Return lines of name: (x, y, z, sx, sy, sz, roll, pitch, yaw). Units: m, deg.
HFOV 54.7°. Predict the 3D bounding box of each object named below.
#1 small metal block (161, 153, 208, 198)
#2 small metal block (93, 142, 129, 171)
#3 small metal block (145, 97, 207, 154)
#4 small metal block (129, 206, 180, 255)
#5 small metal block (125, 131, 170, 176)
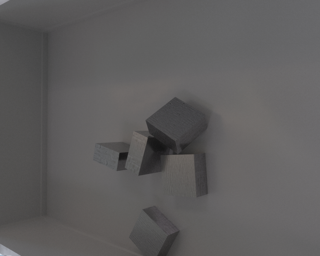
small metal block: (0.029, 0.057, 0.383, 0.050, 0.025, 0.050, -6, 86, 40)
small metal block: (-0.057, 0.039, 0.438, 0.050, 0.050, 0.025, 16, 101, 39)
small metal block: (0.020, -0.004, 0.372, 0.050, 0.050, 0.025, 35, 154, 34)
small metal block: (-0.008, 0.142, 0.414, 0.050, 0.025, 0.050, 37, 113, 33)
small metal block: (-0.013, 0.031, 0.402, 0.025, 0.050, 0.050, 24, 105, 37)
